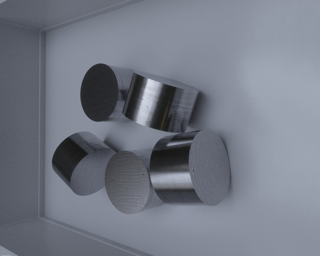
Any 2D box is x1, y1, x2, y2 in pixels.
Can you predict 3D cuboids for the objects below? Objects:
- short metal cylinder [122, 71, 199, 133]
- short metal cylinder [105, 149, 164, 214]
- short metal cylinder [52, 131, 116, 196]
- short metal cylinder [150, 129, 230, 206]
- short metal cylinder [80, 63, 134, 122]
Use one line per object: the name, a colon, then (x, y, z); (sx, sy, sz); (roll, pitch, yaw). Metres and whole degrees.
short metal cylinder: (0.001, -0.032, 0.368); (0.080, 0.081, 0.050); (27, 107, 36)
short metal cylinder: (-0.027, 0.068, 0.408); (0.080, 0.050, 0.079); (0, 90, 39)
short metal cylinder: (-0.109, 0.052, 0.455); (0.050, 0.081, 0.079); (34, 111, 34)
short metal cylinder: (0.034, 0.044, 0.339); (0.050, 0.081, 0.080); (-12, 83, 39)
short metal cylinder: (-0.068, -0.048, 0.442); (0.080, 0.050, 0.079); (0, 90, 39)
